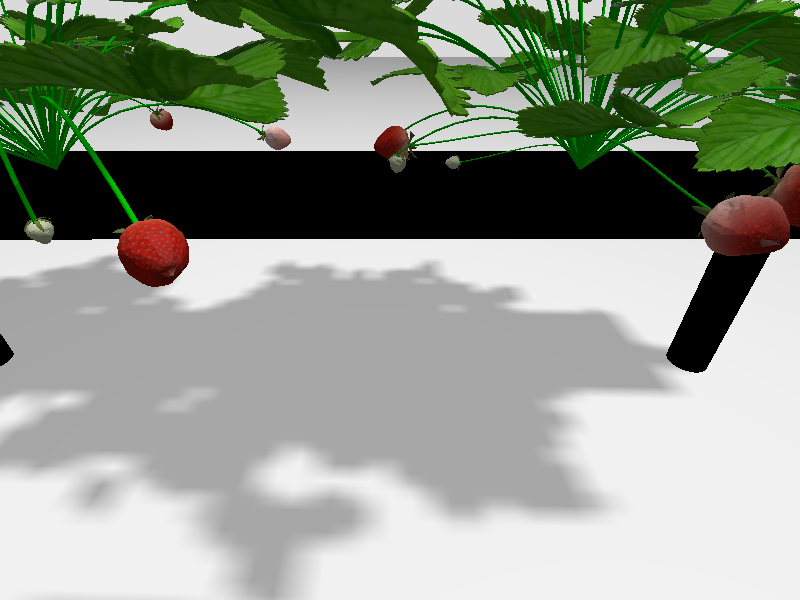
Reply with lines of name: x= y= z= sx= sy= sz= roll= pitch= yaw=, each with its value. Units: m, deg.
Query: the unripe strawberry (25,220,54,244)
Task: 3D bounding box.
unripe strawberry: x=-0.173 y=-0.033 z=0.193 sx=0.011 sy=0.011 sz=0.011 roll=-21 pitch=38 yaw=-29

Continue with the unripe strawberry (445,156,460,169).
unripe strawberry: x=0.045 y=-0.116 z=0.339 sx=0.012 sy=0.010 sz=0.012 roll=-1 pitch=33 yaw=-1

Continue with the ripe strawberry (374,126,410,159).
ripe strawberry: x=-0.007 y=-0.137 z=0.352 sx=0.031 sy=0.030 sz=0.034 roll=3 pitch=33 yaw=6

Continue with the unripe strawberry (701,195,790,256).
unripe strawberry: x=0.166 y=-0.034 z=0.192 sx=0.034 sy=0.030 sz=0.031 roll=-2 pitch=33 yaw=-3

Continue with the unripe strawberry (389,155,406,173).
unripe strawberry: x=-0.002 y=-0.113 z=0.331 sx=0.014 sy=0.014 sz=0.013 roll=5 pitch=32 yaw=-8

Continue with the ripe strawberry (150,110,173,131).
ripe strawberry: x=-0.288 y=-0.218 z=0.487 sx=0.025 sy=0.021 sz=0.025 roll=1 pitch=-16 yaw=2

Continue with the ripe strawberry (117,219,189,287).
ripe strawberry: x=-0.105 y=-0.019 z=0.175 sx=0.027 sy=0.029 sz=0.029 roll=-28 pitch=56 yaw=-36

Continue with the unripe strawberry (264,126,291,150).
unripe strawberry: x=-0.121 y=-0.160 z=0.397 sx=0.025 sy=0.022 sz=0.025 roll=3 pitch=29 yaw=-27

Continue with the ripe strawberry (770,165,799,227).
ripe strawberry: x=0.242 y=-0.061 z=0.231 sx=0.037 sy=0.039 sz=0.040 roll=-21 pitch=39 yaw=-29
